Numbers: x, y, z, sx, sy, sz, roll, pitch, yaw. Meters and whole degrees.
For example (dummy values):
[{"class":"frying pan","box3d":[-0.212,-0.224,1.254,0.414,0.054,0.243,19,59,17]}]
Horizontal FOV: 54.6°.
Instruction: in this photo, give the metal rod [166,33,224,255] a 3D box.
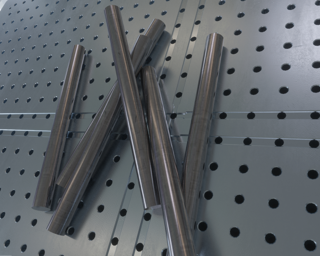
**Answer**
[{"class":"metal rod","box3d":[0.049,0.004,0.380,0.025,0.025,0.300,-1,61,28]}]

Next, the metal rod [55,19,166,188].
[{"class":"metal rod","box3d":[-0.068,-0.046,0.473,0.025,0.025,0.300,16,70,34]}]

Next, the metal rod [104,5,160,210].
[{"class":"metal rod","box3d":[-0.040,-0.043,0.414,0.025,0.025,0.299,-21,67,16]}]

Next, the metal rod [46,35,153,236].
[{"class":"metal rod","box3d":[-0.078,0.000,0.435,0.025,0.025,0.300,13,73,33]}]

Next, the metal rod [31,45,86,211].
[{"class":"metal rod","box3d":[-0.157,-0.018,0.503,0.025,0.025,0.300,-11,57,22]}]

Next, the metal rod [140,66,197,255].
[{"class":"metal rod","box3d":[0.003,0.024,0.370,0.025,0.025,0.300,-24,46,14]}]
